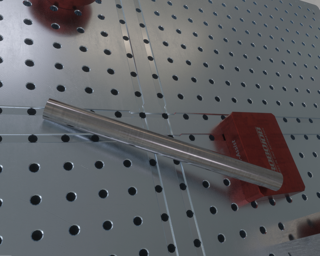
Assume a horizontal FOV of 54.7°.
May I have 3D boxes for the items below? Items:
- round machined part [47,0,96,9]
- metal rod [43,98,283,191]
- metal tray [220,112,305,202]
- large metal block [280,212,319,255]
[{"bbox_3d":[-0.138,-0.214,0.454,0.099,0.042,0.098,14,56,-21],"label":"round machined part"},{"bbox_3d":[0.012,0.024,0.379,0.302,0.025,0.025,18,54,-10],"label":"metal rod"},{"bbox_3d":[0.152,0.039,0.463,0.091,0.030,0.130,0,62,-28],"label":"metal tray"},{"bbox_3d":[0.221,0.156,0.397,0.080,0.080,0.050,50,51,6],"label":"large metal block"}]
